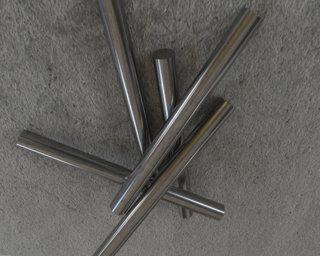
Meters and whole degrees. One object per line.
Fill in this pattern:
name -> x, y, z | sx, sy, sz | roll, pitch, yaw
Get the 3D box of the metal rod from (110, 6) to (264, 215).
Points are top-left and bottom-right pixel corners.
metal rod -> 0.018, -0.002, 0.370 | 0.025, 0.025, 0.298 | 25, 115, -20

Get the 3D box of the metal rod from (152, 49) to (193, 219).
metal rod -> 0.024, 0.032, 0.433 | 0.025, 0.025, 0.298 | -6, 130, 5

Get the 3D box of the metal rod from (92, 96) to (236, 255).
metal rod -> -0.005, 0.084, 0.417 | 0.025, 0.025, 0.299 | 32, 104, -24

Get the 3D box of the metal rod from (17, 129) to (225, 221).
metal rod -> -0.049, 0.070, 0.438 | 0.302, 0.025, 0.025 | 22, 127, -8

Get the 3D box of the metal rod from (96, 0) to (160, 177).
metal rod -> -0.029, -0.021, 0.388 | 0.025, 0.025, 0.298 | -7, 130, 5
